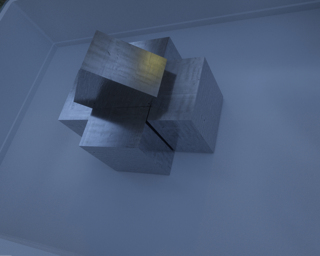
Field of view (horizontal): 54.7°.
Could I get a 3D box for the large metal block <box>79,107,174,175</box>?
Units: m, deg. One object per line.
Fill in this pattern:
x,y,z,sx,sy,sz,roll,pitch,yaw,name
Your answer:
-0.035,0.017,0.377,0.080,0.080,0.050,0,62,28,large metal block

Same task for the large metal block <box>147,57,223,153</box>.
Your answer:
0.034,-0.024,0.364,0.050,0.080,0.080,0,62,28,large metal block

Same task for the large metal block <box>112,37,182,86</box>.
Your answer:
-0.012,-0.072,0.420,0.080,0.080,0.050,0,62,28,large metal block

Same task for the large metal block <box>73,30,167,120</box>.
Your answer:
-0.048,-0.053,0.354,0.080,0.080,0.050,20,65,-13,large metal block

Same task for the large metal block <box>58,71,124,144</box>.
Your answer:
-0.081,-0.027,0.429,0.050,0.080,0.080,0,62,28,large metal block
